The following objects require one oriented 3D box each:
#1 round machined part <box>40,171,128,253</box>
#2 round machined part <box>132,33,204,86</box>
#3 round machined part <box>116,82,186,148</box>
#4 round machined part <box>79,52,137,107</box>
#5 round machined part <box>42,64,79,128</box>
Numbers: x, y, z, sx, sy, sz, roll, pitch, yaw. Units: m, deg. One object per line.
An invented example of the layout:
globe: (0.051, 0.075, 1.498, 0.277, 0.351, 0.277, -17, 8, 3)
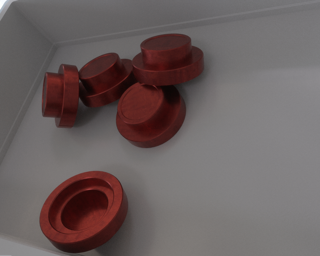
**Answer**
round machined part: (-0.084, 0.101, 0.364, 0.098, 0.042, 0.098, -9, 39, 8)
round machined part: (0.010, -0.098, 0.423, 0.099, 0.042, 0.098, -6, 33, 4)
round machined part: (-0.018, -0.026, 0.420, 0.098, 0.042, 0.098, -13, 56, 21)
round machined part: (-0.084, -0.078, 0.469, 0.098, 0.042, 0.098, -18, 36, 14)
round machined part: (-0.154, -0.049, 0.472, 0.098, 0.042, 0.097, -13, 75, 63)
